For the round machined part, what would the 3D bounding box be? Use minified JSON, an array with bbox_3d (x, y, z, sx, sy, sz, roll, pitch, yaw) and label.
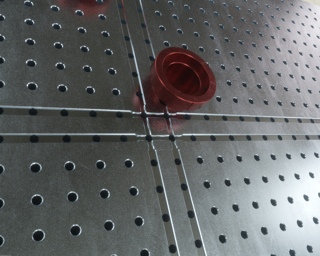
[{"bbox_3d":[0.030,-0.067,0.453,0.099,0.042,0.098,13,56,-21],"label":"round machined part"}]
